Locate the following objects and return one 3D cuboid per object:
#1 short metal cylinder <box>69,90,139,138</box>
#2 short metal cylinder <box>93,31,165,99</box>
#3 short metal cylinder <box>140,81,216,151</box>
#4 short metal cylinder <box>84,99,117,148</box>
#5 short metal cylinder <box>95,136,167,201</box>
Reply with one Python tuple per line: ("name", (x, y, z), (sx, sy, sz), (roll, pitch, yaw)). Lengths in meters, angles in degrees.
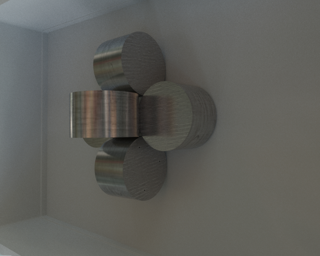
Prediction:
("short metal cylinder", (-0.065, -0.014, 0.365), (0.080, 0.081, 0.050), (-1, 89, 40))
("short metal cylinder", (-0.038, -0.079, 0.400), (0.050, 0.081, 0.080), (-2, 89, 39))
("short metal cylinder", (0.020, -0.014, 0.372), (0.080, 0.050, 0.080), (0, 90, 40))
("short metal cylinder", (-0.073, -0.013, 0.449), (0.080, 0.050, 0.080), (0, 90, 40))
("short metal cylinder", (-0.036, 0.050, 0.398), (0.050, 0.081, 0.080), (-2, 89, 39))
